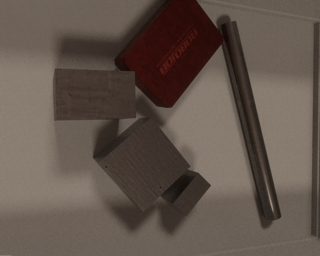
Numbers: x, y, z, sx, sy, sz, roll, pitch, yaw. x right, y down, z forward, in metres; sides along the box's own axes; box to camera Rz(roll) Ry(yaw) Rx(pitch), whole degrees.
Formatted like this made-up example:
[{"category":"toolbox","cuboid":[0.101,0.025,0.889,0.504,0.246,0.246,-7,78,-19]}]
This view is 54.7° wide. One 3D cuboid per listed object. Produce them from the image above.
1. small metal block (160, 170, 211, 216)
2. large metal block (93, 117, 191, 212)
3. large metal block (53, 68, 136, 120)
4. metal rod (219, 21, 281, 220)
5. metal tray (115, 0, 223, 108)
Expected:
[{"category":"small metal block","cuboid":[0.032,0.083,0.410,0.025,0.050,0.050,46,76,-15]},{"category":"large metal block","cuboid":[-0.024,0.043,0.390,0.080,0.050,0.080,-42,104,-15]},{"category":"large metal block","cuboid":[-0.078,-0.035,0.353,0.081,0.080,0.050,-2,91,-20]},{"category":"metal rod","cuboid":[0.136,-0.007,0.462,0.025,0.025,0.298,-17,96,-20]},{"category":"metal tray","cuboid":[0.015,-0.102,0.405,0.090,0.030,0.130,44,76,-27]}]
